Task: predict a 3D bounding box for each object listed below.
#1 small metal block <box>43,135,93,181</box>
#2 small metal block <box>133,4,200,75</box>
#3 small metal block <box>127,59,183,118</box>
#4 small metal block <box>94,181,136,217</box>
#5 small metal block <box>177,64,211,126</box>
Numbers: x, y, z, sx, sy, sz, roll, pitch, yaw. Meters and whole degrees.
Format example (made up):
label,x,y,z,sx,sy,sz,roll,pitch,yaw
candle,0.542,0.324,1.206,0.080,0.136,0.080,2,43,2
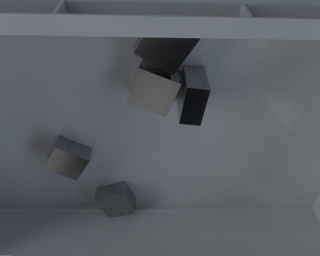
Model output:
label,x,y,z,sx,sy,sz,roll,pitch,yaw
small metal block,-0.132,0.044,0.445,0.050,0.025,0.050,25,126,-20
small metal block,0.007,-0.093,0.330,0.050,0.025,0.050,25,126,-21
small metal block,-0.006,-0.046,0.364,0.050,0.025,0.050,20,128,-5
small metal block,-0.072,0.117,0.508,0.050,0.025,0.050,-14,129,11
small metal block,0.037,-0.038,0.361,0.025,0.050,0.050,5,130,-5
